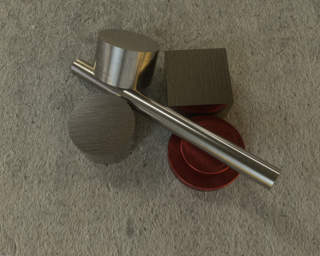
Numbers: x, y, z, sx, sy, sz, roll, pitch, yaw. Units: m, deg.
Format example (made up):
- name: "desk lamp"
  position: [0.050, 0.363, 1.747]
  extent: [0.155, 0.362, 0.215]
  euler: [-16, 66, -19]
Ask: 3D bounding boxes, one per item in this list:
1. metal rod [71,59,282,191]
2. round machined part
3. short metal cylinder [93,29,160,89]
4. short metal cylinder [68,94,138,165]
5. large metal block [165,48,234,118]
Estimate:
- name: "metal rod"
  position: [0.001, -0.016, 0.379]
  extent: [0.300, 0.025, 0.025]
  euler: [31, 72, 24]
- name: "round machined part"
  position: [0.059, 0.028, 0.390]
  extent: [0.099, 0.042, 0.098]
  euler: [0, 70, 0]
- name: "short metal cylinder"
  position: [-0.044, -0.092, 0.409]
  extent: [0.081, 0.050, 0.080]
  euler: [12, 31, -7]
- name: "short metal cylinder"
  position: [-0.070, 0.003, 0.395]
  extent: [0.081, 0.050, 0.080]
  euler: [0, 70, 0]
- name: "large metal block"
  position: [0.048, -0.057, 0.415]
  extent: [0.081, 0.050, 0.080]
  euler: [-3, 70, -1]
